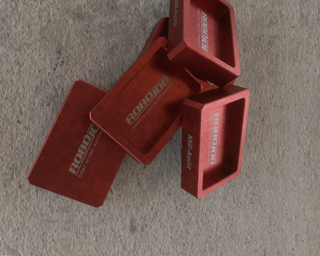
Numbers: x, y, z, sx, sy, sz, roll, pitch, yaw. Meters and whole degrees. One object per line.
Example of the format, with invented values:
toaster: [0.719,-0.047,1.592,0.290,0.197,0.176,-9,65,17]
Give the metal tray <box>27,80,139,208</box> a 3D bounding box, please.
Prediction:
metal tray: [-0.088,0.019,0.375,0.090,0.030,0.130,26,81,-19]

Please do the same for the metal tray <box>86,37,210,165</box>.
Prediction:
metal tray: [-0.011,-0.032,0.372,0.090,0.030,0.130,43,76,-15]

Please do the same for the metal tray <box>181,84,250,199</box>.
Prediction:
metal tray: [0.070,0.017,0.398,0.091,0.030,0.129,-21,122,-35]

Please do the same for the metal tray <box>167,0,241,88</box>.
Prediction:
metal tray: [0.056,-0.125,0.393,0.091,0.030,0.130,22,55,-29]

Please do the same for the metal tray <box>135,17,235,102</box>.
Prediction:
metal tray: [0.036,-0.076,0.422,0.131,0.030,0.090,28,81,-18]
